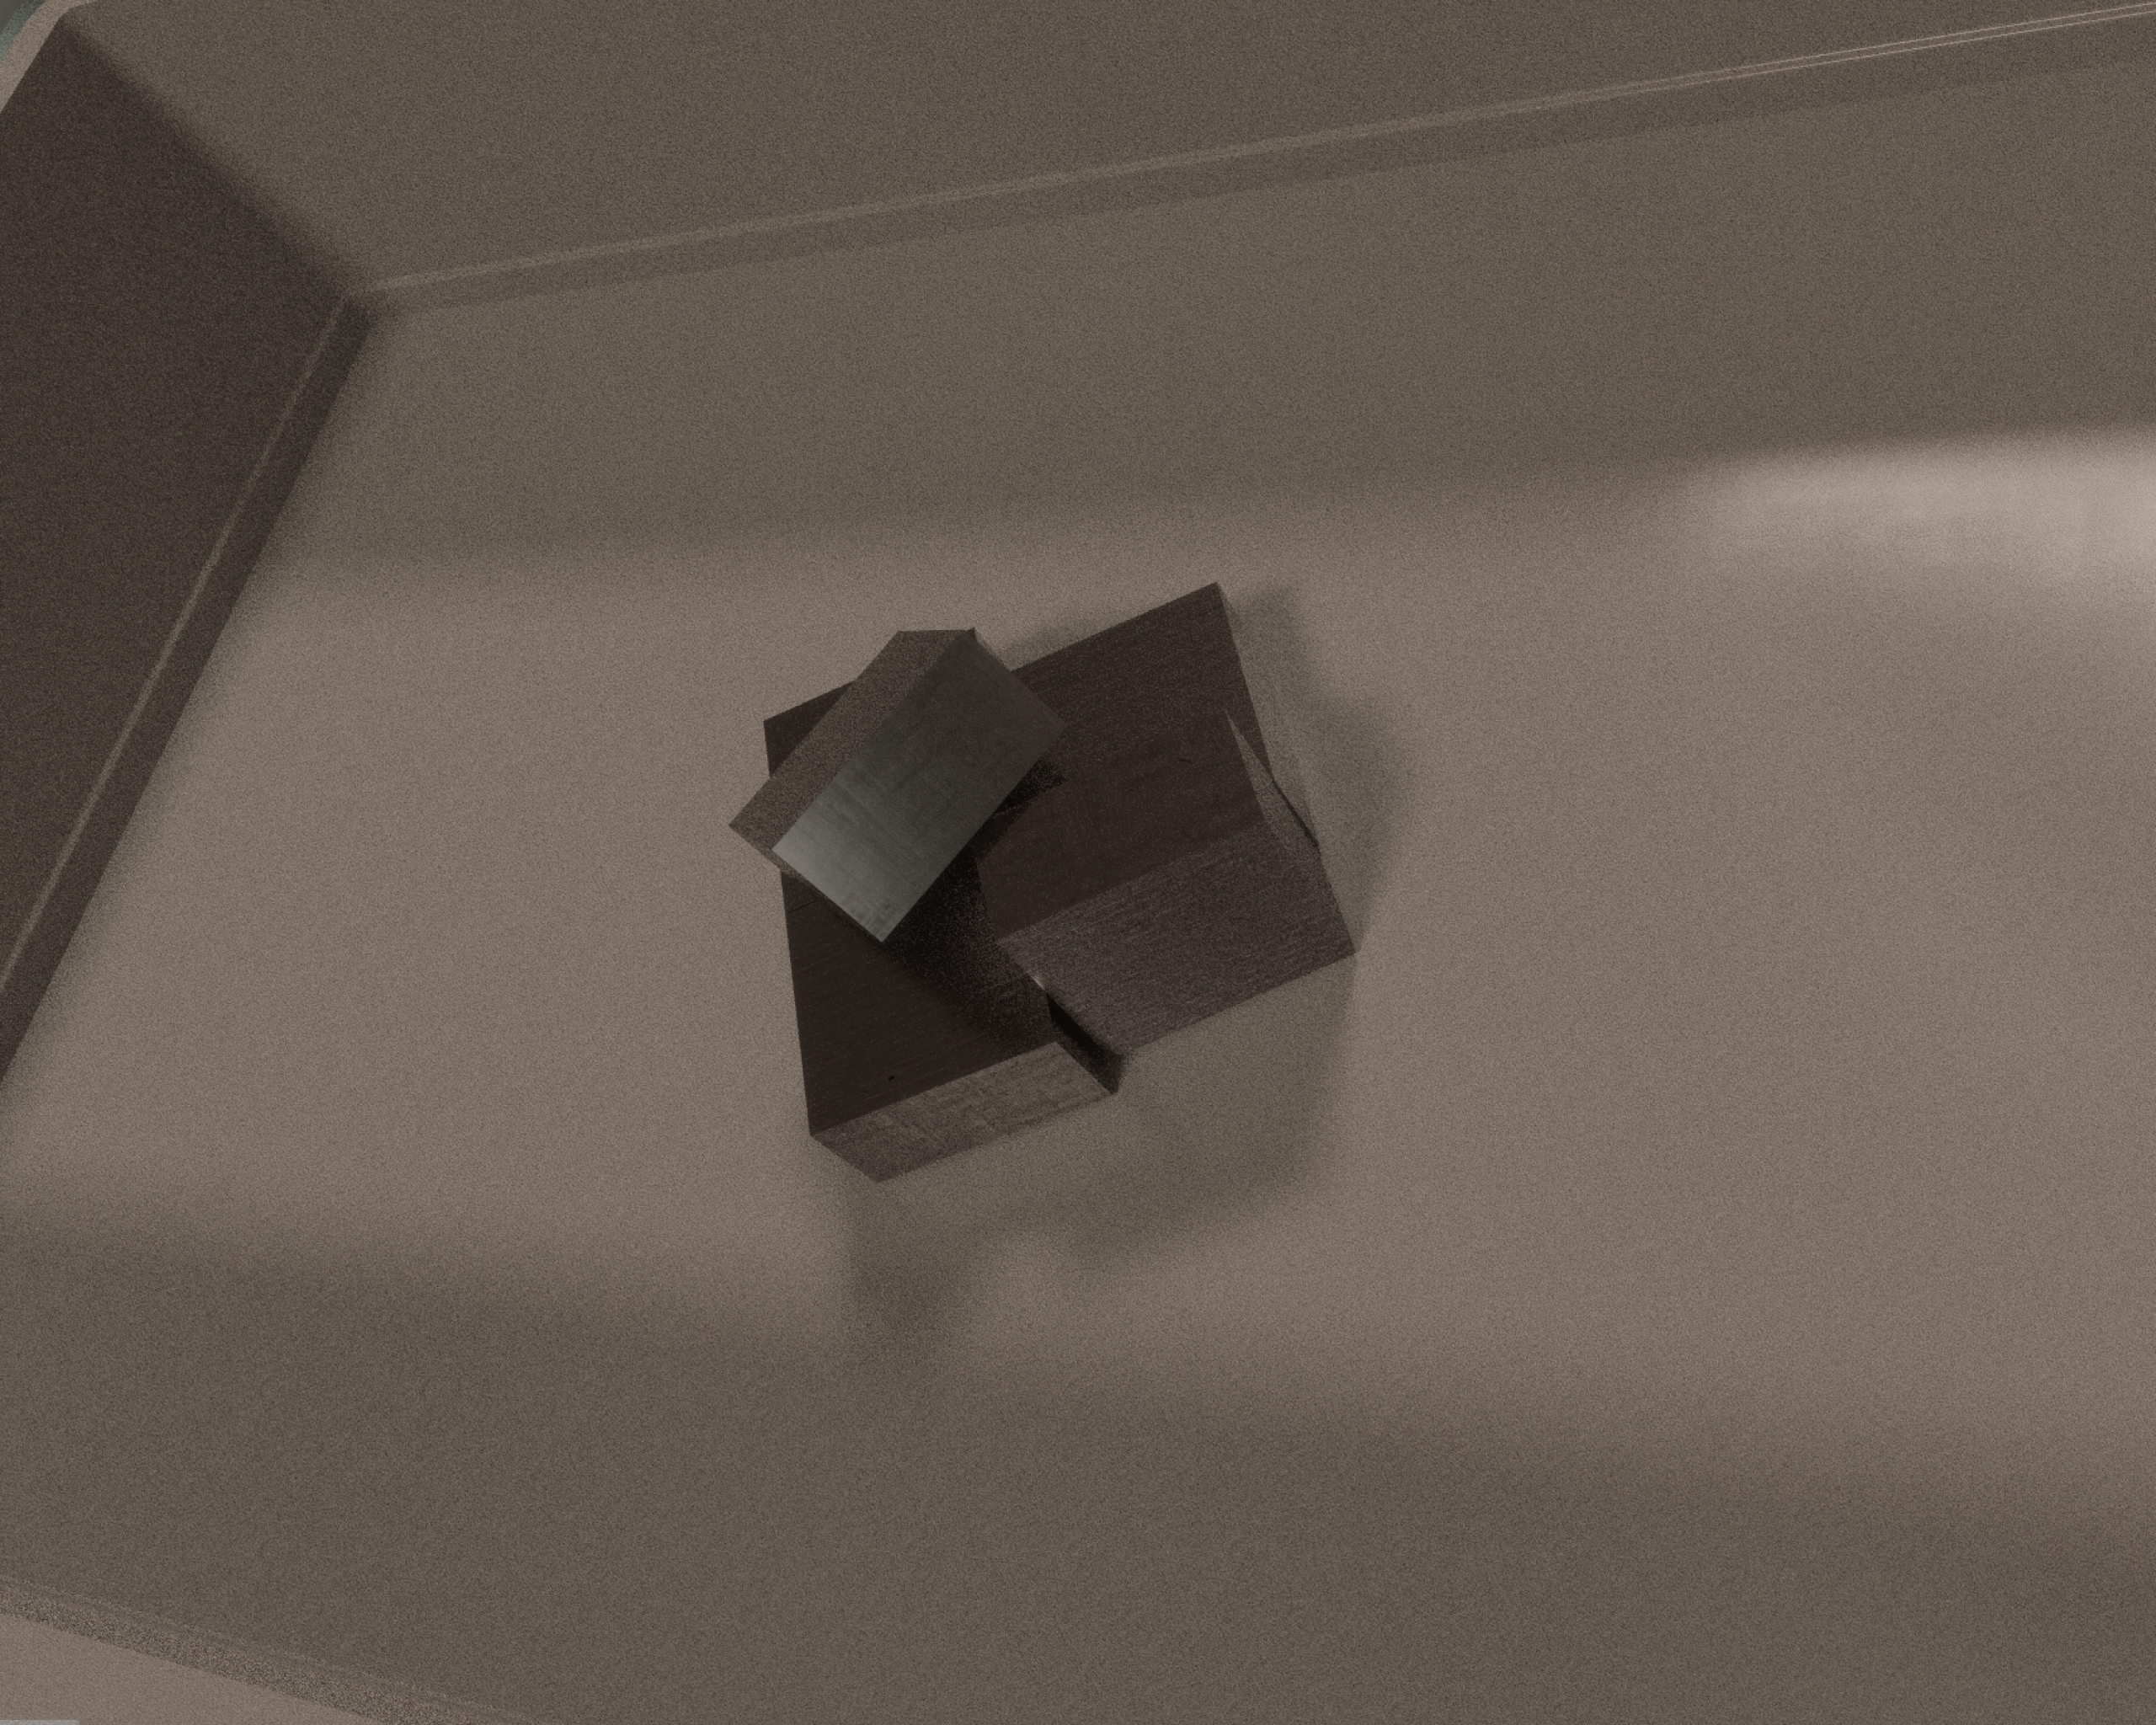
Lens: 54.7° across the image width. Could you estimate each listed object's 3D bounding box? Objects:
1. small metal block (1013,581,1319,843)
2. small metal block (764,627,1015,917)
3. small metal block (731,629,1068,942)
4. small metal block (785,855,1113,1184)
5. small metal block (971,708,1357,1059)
[{"bbox_3d":[0.014,-0.020,0.407,0.050,0.025,0.050,-22,54,14],"label":"small metal block"},{"bbox_3d":[-0.034,-0.013,0.428,0.050,0.025,0.050,-22,54,14],"label":"small metal block"},{"bbox_3d":[-0.034,-0.016,0.382,0.050,0.025,0.050,-50,17,-8],"label":"small metal block"},{"bbox_3d":[-0.026,0.027,0.399,0.050,0.025,0.050,-22,54,14],"label":"small metal block"},{"bbox_3d":[0.016,0.005,0.375,0.050,0.050,0.025,-25,53,12],"label":"small metal block"}]
